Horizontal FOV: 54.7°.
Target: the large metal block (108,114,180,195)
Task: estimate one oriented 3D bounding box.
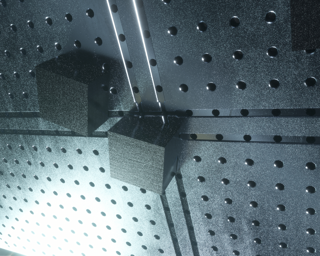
[{"bbox_3d":[-0.022,0.035,0.427,0.080,0.050,0.079,15,125,19],"label":"large metal block"}]

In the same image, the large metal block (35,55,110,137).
[{"bbox_3d":[-0.119,-0.045,0.428,0.080,0.050,0.079,21,126,15],"label":"large metal block"}]

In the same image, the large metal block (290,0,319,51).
[{"bbox_3d":[0.150,-0.112,0.247,0.080,0.050,0.080,0,119,27],"label":"large metal block"}]
